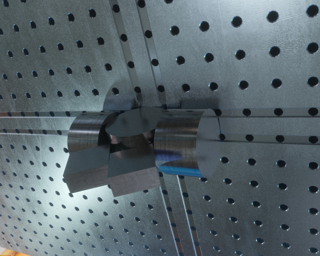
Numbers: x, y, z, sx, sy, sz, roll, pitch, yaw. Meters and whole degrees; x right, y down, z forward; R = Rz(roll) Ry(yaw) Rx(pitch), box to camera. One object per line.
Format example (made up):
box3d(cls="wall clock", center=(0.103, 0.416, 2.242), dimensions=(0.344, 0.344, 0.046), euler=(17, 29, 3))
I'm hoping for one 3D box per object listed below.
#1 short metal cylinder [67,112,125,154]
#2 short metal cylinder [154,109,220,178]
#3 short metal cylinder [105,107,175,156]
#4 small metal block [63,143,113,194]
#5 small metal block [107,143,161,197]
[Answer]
box3d(cls="short metal cylinder", center=(-0.080, 0.018, 0.428), dimensions=(0.050, 0.080, 0.080), euler=(1, 119, 28))
box3d(cls="short metal cylinder", center=(0.035, 0.017, 0.367), dimensions=(0.050, 0.080, 0.080), euler=(1, 119, 29))
box3d(cls="short metal cylinder", center=(-0.024, 0.012, 0.396), dimensions=(0.080, 0.080, 0.050), euler=(1, 119, 27))
box3d(cls="small metal block", center=(-0.080, 0.046, 0.360), dimensions=(0.050, 0.050, 0.025), euler=(-14, 115, -1))
box3d(cls="small metal block", center=(-0.028, 0.045, 0.338), dimensions=(0.050, 0.050, 0.025), euler=(-13, 115, 0))
